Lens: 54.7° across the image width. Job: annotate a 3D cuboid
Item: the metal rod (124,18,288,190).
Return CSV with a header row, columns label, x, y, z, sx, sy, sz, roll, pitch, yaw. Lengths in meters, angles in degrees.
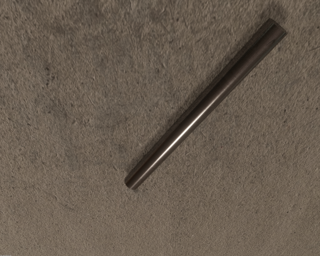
label,x,y,z,sx,sy,sz,roll,pitch,yaw
metal rod,0.039,-0.010,0.398,0.025,0.025,0.298,27,125,-21
